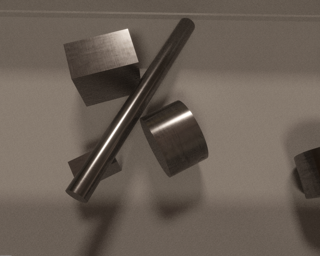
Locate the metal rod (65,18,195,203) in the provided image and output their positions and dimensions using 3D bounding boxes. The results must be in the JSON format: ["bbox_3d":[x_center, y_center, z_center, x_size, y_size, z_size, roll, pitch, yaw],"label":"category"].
[{"bbox_3d":[-0.022,-0.043,0.391,0.025,0.025,0.301,24,59,8],"label":"metal rod"}]

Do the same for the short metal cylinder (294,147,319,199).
[{"bbox_3d":[0.207,0.051,0.364,0.081,0.080,0.050,-8,71,-3],"label":"short metal cylinder"}]

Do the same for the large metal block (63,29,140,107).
[{"bbox_3d":[-0.071,-0.076,0.407,0.081,0.080,0.050,-16,71,-6],"label":"large metal block"}]

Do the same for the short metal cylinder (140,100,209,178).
[{"bbox_3d":[0.016,0.013,0.376,0.050,0.080,0.080,-26,73,-9],"label":"short metal cylinder"}]

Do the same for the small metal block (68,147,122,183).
[{"bbox_3d":[-0.078,0.047,0.378,0.050,0.050,0.025,-25,72,-9],"label":"small metal block"}]
